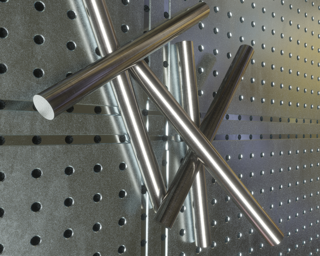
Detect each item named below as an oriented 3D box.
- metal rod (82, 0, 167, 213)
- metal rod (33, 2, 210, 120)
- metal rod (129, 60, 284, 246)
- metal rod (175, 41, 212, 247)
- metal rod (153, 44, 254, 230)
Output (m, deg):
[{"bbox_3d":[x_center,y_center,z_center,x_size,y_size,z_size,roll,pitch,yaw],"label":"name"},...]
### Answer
[{"bbox_3d":[-0.039,-0.031,0.377,0.025,0.025,0.298,-28,108,-37],"label":"metal rod"},{"bbox_3d":[-0.019,-0.097,0.366,0.302,0.025,0.025,-44,117,-41],"label":"metal rod"},{"bbox_3d":[0.057,0.030,0.394,0.300,0.025,0.025,51,58,-5],"label":"metal rod"},{"bbox_3d":[0.050,0.026,0.453,0.025,0.025,0.298,-10,97,-40],"label":"metal rod"},{"bbox_3d":[0.070,-0.003,0.436,0.025,0.025,0.300,44,64,-32],"label":"metal rod"}]
